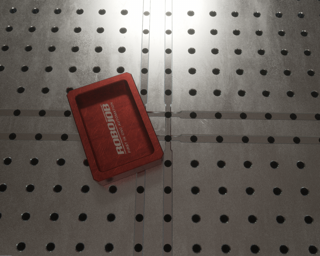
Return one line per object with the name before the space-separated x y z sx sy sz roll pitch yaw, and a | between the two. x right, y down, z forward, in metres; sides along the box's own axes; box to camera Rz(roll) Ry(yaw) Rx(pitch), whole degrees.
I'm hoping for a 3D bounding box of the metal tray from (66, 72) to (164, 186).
metal tray | -0.059 -0.001 0.408 0.091 0.030 0.130 -20 71 -8
